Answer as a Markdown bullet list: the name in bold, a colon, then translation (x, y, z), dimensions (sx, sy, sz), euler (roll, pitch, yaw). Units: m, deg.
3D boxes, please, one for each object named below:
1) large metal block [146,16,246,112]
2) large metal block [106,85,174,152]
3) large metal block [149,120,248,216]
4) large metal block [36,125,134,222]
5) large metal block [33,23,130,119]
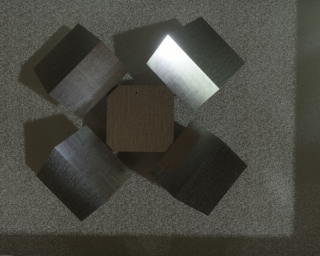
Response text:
- **large metal block**: translation (0.045, -0.079, 0.377), dimensions (0.080, 0.050, 0.080), euler (47, 47, 0)
- **large metal block**: translation (-0.023, -0.011, 0.396), dimensions (0.081, 0.050, 0.080), euler (1, 90, 0)
- **large metal block**: translation (0.049, 0.050, 0.376), dimensions (0.080, 0.050, 0.080), euler (-52, 135, -1)
- **large metal block**: translation (-0.093, 0.057, 0.376), dimensions (0.080, 0.050, 0.080), euler (46, 134, -1)
- **large metal block**: translation (-0.097, -0.070, 0.373), dimensions (0.080, 0.080, 0.050), euler (-46, 134, 0)
